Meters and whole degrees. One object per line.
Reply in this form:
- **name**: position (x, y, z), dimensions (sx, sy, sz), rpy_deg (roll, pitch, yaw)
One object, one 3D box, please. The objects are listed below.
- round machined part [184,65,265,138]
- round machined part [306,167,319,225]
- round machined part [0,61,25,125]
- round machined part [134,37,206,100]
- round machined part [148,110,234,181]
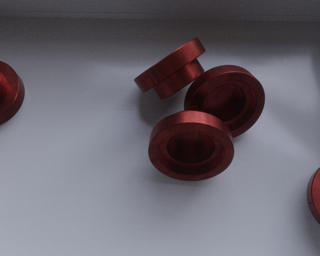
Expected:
- **round machined part**: position (0.078, -0.035, 0.395), dimensions (0.099, 0.097, 0.042), rpy_deg (-11, 35, -5)
- **round machined part**: position (0.226, 0.085, 0.367), dimensions (0.098, 0.042, 0.098), rpy_deg (-3, 68, 8)
- **round machined part**: position (-0.240, -0.052, 0.416), dimensions (0.099, 0.042, 0.098), rpy_deg (0, 70, -1)
- **round machined part**: position (0.018, -0.072, 0.403), dimensions (0.098, 0.098, 0.042), rpy_deg (-36, 99, -12)
- **round machined part**: position (0.037, 0.017, 0.372), dimensions (0.099, 0.097, 0.042), rpy_deg (4, 42, 1)
